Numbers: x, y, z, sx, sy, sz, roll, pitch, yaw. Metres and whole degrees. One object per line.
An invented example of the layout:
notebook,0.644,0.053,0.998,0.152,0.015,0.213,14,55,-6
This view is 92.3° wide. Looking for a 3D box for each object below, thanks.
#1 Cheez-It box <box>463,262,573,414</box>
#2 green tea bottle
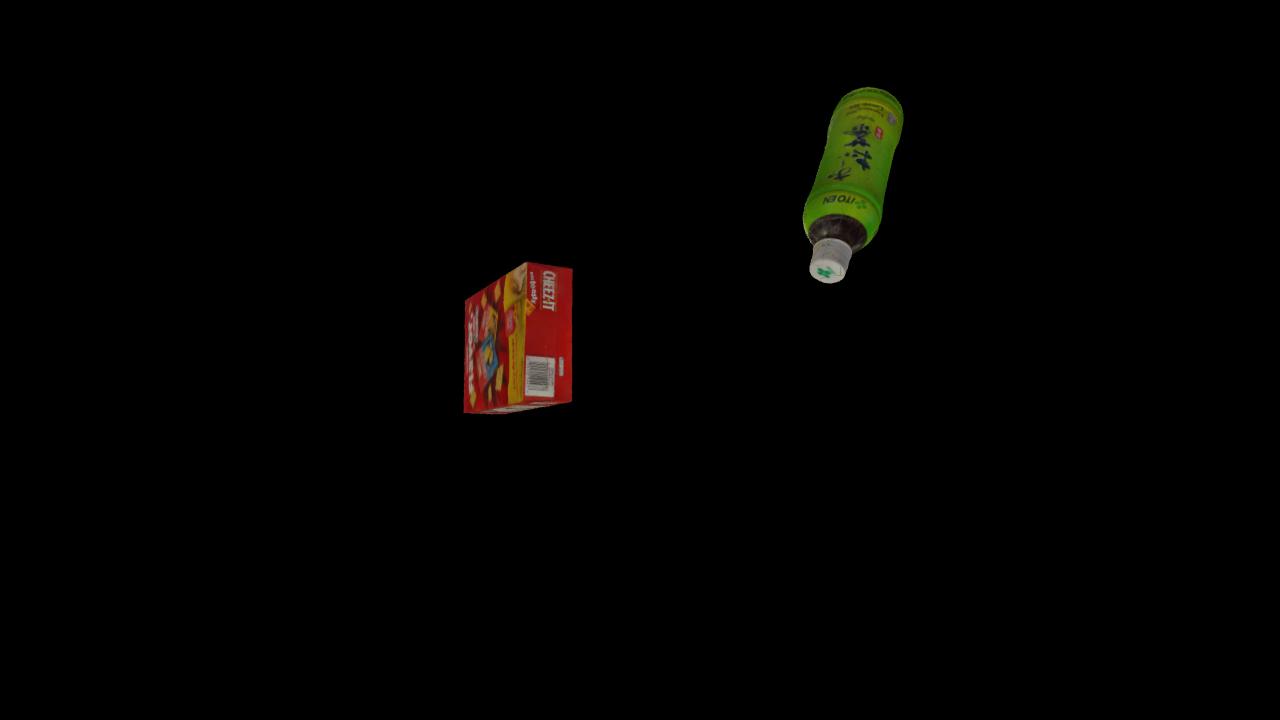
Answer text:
Cheez-It box,-0.164,-0.017,0.796,0.071,0.166,0.223,5,-11,-33
green tea bottle,0.195,-0.160,0.568,0.073,0.212,0.073,16,-29,9
